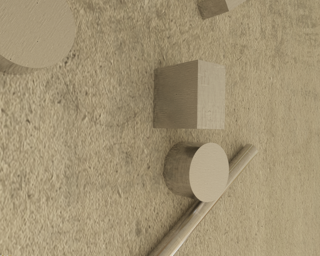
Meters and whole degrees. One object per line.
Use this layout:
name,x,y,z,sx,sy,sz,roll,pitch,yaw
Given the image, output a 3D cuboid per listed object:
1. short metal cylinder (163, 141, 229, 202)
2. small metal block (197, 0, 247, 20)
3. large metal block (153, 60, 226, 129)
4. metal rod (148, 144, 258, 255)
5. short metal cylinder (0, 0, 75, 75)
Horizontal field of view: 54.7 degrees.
short metal cylinder,0.051,0.059,0.434,0.081,0.050,0.079,0,90,-40
small metal block,0.093,-0.190,0.469,0.050,0.050,0.025,-40,115,-33
large metal block,0.036,-0.039,0.402,0.050,0.080,0.079,2,89,-40
metal rod,0.062,0.118,0.459,0.302,0.025,0.025,-40,115,-33
short metal cylinder,-0.126,-0.091,0.283,0.081,0.050,0.079,0,90,-40
